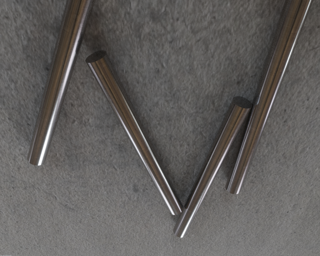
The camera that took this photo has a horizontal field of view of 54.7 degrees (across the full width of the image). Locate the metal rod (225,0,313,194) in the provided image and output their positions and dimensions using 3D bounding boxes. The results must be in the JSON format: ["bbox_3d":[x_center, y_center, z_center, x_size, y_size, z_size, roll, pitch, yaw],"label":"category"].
[{"bbox_3d":[0.126,-0.019,0.393,0.025,0.025,0.298,3,130,-3],"label":"metal rod"}]

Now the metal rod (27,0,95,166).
[{"bbox_3d":[-0.114,-0.060,0.354,0.025,0.025,0.298,19,128,-16],"label":"metal rod"}]

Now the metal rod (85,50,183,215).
[{"bbox_3d":[-0.021,0.029,0.431,0.025,0.025,0.299,-15,129,12],"label":"metal rod"}]

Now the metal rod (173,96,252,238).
[{"bbox_3d":[0.069,0.079,0.475,0.025,0.025,0.298,9,130,-8],"label":"metal rod"}]
